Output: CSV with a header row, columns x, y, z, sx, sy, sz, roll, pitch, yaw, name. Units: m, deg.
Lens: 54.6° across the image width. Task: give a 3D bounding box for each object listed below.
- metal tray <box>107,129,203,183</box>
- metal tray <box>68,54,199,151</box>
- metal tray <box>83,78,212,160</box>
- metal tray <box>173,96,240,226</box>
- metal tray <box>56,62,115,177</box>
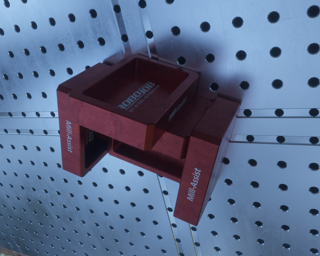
x,y,z,sx,sy,sz,roll,pitch,yaw,name
-0.008,0.016,0.422,0.130,0.030,0.089,20,126,16,metal tray
-0.022,-0.036,0.332,0.090,0.131,0.030,20,127,16,metal tray
-0.014,-0.020,0.364,0.130,0.090,0.030,20,126,16,metal tray
0.055,0.039,0.364,0.030,0.090,0.129,20,126,17,metal tray
-0.091,-0.011,0.411,0.030,0.090,0.129,20,126,16,metal tray
